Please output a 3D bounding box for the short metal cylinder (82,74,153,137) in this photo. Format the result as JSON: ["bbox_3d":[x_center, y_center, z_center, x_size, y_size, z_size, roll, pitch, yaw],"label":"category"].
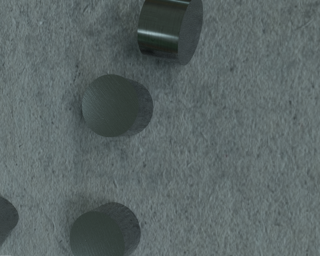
[{"bbox_3d":[-0.055,-0.028,0.414,0.080,0.050,0.079,0,90,19],"label":"short metal cylinder"}]

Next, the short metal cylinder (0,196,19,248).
[{"bbox_3d":[-0.268,0.146,0.472,0.080,0.080,0.050,41,103,15],"label":"short metal cylinder"}]

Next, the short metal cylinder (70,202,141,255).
[{"bbox_3d":[-0.073,0.147,0.420,0.080,0.050,0.079,0,90,19],"label":"short metal cylinder"}]

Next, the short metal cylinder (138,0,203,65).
[{"bbox_3d":[0.014,-0.121,0.374,0.050,0.080,0.080,18,96,19],"label":"short metal cylinder"}]
